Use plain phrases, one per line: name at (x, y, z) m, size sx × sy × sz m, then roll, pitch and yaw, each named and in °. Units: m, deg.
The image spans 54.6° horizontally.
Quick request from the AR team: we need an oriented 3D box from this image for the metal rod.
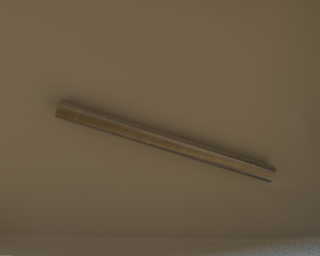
metal rod at (0.013, 0.020, 0.417) m, size 0.302 × 0.025 × 0.025 m, roll 17°, pitch 109°, yaw -7°
